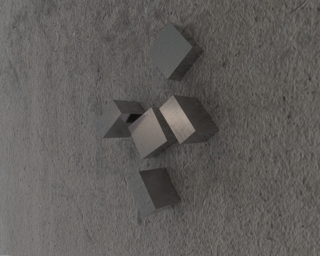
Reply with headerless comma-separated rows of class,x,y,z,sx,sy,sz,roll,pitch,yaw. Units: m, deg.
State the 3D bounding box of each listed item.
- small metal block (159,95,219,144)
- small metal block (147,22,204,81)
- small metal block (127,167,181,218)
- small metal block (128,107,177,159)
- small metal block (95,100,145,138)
small metal block,0.034,-0.010,0.360,0.025,0.050,0.050,-44,64,31
small metal block,0.019,-0.095,0.390,0.050,0.025,0.050,-50,61,28
small metal block,-0.007,0.080,0.395,0.025,0.050,0.050,-41,65,33
small metal block,-0.009,0.007,0.413,0.050,0.025,0.050,-38,67,33
small metal block,-0.054,-0.012,0.433,0.050,0.050,0.025,-49,61,29
